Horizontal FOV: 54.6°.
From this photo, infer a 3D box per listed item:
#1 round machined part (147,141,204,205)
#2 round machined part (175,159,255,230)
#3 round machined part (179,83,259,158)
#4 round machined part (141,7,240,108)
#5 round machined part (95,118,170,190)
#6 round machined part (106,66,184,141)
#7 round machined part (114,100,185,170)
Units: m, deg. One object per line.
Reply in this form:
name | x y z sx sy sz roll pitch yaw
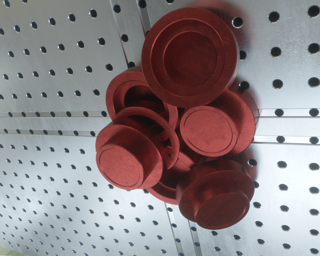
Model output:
round machined part | 0.019 0.054 0.424 0.098 0.042 0.097 13 124 21
round machined part | 0.072 0.089 0.386 0.099 0.042 0.097 -6 127 -8
round machined part | 0.062 -0.005 0.364 0.098 0.042 0.097 13 124 21
round machined part | 0.034 -0.071 0.324 0.098 0.042 0.097 3 99 21
round machined part | -0.041 0.039 0.392 0.098 0.042 0.097 13 124 21
round machined part | -0.015 -0.031 0.390 0.098 0.042 0.097 13 124 21
round machined part | -0.012 0.007 0.411 0.098 0.042 0.097 13 124 21
